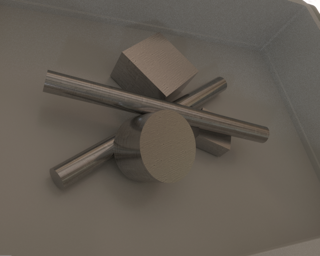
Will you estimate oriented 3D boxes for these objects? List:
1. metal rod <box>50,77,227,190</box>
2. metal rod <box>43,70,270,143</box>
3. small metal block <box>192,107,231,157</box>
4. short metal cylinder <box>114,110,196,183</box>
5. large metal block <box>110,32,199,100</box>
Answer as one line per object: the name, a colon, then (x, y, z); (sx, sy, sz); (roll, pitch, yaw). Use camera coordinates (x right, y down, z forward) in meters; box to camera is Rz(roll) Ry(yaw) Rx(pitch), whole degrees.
metal rod: (-0.004, -0.010, 0.408); (0.302, 0.025, 0.025); (-31, 79, -38)
metal rod: (0.012, -0.021, 0.392); (0.302, 0.025, 0.025); (13, 57, -22)
small metal block: (0.073, 0.006, 0.439); (0.050, 0.025, 0.050); (24, 53, -14)
short metal cylinder: (-0.005, 0.022, 0.355); (0.081, 0.050, 0.080); (7, 79, -39)
large metal block: (-0.007, -0.076, 0.431); (0.080, 0.050, 0.080); (46, 51, 3)
